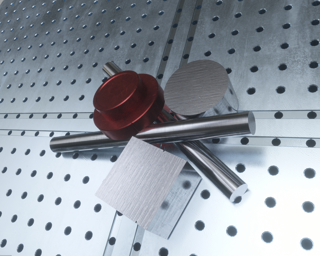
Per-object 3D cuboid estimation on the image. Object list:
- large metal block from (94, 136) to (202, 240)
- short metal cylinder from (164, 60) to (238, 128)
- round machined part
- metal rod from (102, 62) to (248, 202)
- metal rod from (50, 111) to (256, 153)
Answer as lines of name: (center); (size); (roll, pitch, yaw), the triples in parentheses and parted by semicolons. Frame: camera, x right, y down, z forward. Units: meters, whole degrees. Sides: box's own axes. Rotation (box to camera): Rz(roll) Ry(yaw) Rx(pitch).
large metal block: (-0.013, 0.066, 0.354); (0.080, 0.050, 0.080); (22, 73, 35)
short metal cylinder: (0.052, -0.038, 0.386); (0.080, 0.050, 0.080); (-13, 56, 20)
round machined part: (-0.046, -0.036, 0.399); (0.098, 0.042, 0.098); (-19, 44, 20)
metal rod: (0.000, -0.015, 0.417); (0.025, 0.025, 0.300); (-43, 51, -2)
metal rod: (-0.033, 0.010, 0.394); (0.300, 0.025, 0.025); (-7, 58, 32)
